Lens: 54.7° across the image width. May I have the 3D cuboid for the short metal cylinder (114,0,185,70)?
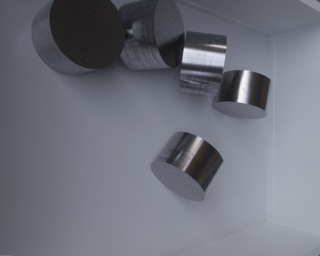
[{"bbox_3d":[-0.010,-0.110,0.367,0.080,0.050,0.079,-4,94,-62],"label":"short metal cylinder"}]

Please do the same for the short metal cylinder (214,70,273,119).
[{"bbox_3d":[0.129,-0.050,0.482,0.080,0.080,0.050,23,76,-38],"label":"short metal cylinder"}]

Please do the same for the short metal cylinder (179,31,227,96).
[{"bbox_3d":[0.055,-0.085,0.411,0.050,0.080,0.080,8,83,4],"label":"short metal cylinder"}]

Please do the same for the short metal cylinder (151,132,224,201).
[{"bbox_3d":[0.035,0.050,0.403,0.050,0.080,0.080,-53,121,-27],"label":"short metal cylinder"}]

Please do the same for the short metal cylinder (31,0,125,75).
[{"bbox_3d":[-0.084,-0.098,0.321,0.081,0.050,0.079,0,90,-40],"label":"short metal cylinder"}]
